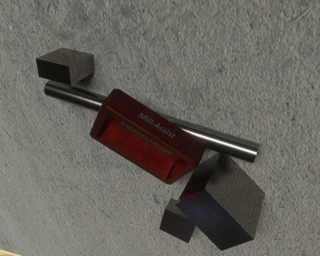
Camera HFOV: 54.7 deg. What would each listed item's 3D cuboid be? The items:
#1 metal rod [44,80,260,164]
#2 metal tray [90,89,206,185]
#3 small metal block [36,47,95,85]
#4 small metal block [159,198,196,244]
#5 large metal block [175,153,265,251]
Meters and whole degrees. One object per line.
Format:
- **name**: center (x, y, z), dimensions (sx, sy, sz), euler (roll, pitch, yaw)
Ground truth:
- **metal rod**: center (-0.023, -0.014, 0.408), dimensions (0.301, 0.025, 0.025), euler (18, 125, 17)
- **metal tray**: center (-0.019, 0.016, 0.393), dimensions (0.130, 0.030, 0.090), euler (33, 147, -5)
- **small metal block**: center (-0.122, -0.081, 0.402), dimensions (0.050, 0.050, 0.025), euler (16, 125, 19)
- **small metal block**: center (0.031, 0.143, 0.478), dimensions (0.050, 0.025, 0.050), euler (22, 127, 14)
- **large metal block**: center (0.077, 0.088, 0.384), dimensions (0.080, 0.080, 0.050), euler (46, 129, -5)
